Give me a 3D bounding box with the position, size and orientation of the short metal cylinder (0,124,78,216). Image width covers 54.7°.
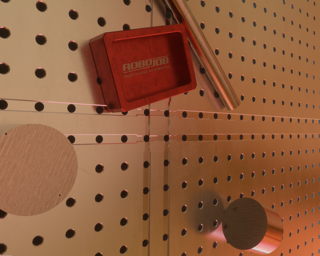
[{"bbox_3d":[-0.125,0.036,0.288,0.081,0.050,0.080,0,90,-40],"label":"short metal cylinder"}]

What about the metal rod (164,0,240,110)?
[{"bbox_3d":[0.042,-0.146,0.443,0.025,0.025,0.300,-51,120,-28],"label":"metal rod"}]

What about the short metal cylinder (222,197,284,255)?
[{"bbox_3d":[0.148,0.158,0.498,0.050,0.080,0.080,29,72,-36],"label":"short metal cylinder"}]

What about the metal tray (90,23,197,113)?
[{"bbox_3d":[-0.014,-0.079,0.393,0.131,0.030,0.089,-22,104,-38],"label":"metal tray"}]
